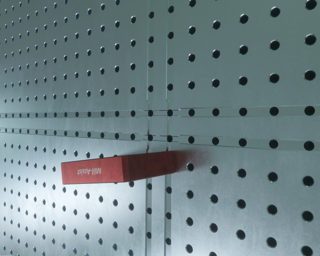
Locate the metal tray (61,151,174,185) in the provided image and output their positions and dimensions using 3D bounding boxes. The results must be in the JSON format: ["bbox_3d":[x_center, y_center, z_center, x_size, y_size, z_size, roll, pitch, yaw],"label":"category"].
[{"bbox_3d":[-0.058,0.053,0.416,0.130,0.091,0.030,-10,84,39],"label":"metal tray"}]
